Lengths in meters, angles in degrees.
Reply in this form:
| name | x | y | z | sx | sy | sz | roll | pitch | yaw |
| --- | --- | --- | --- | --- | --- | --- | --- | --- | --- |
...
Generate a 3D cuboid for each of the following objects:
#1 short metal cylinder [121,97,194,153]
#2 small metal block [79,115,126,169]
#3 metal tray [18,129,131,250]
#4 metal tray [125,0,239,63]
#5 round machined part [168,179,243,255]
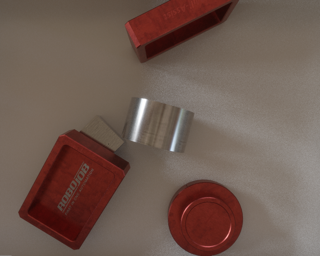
| name | x | y | z | sx | sy | sz | roll | pitch | yaw |
| --- | --- | --- | --- | --- | --- | --- | --- | --- | --- |
| short metal cylinder | -0.003 | -0.004 | 0.384 | 0.080 | 0.080 | 0.050 | 14 | 90 | -1 |
| small metal block | -0.082 | 0.018 | 0.410 | 0.050 | 0.025 | 0.050 | 45 | 90 | -1 |
| metal tray | -0.108 | 0.078 | 0.391 | 0.090 | 0.030 | 0.129 | 32 | 104 | -1 |
| metal tray | 0.026 | -0.130 | 0.379 | 0.131 | 0.090 | 0.030 | -27 | 90 | 0 |
| round machined part | 0.060 | 0.119 | 0.404 | 0.099 | 0.042 | 0.097 | 0 | 90 | -1 |
